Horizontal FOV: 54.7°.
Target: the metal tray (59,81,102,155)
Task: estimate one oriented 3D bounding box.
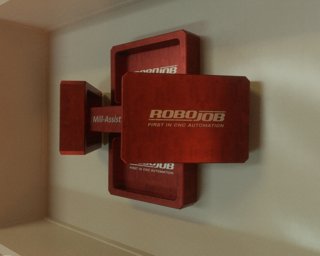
[{"bbox_3d":[-0.106,-0.013,0.433,0.030,0.130,0.089,1,90,-2],"label":"metal tray"}]

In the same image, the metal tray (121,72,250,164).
[{"bbox_3d":[0.026,-0.009,0.324,0.030,0.131,0.089,-177,87,-82],"label":"metal tray"}]

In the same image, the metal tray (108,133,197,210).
[{"bbox_3d":[-0.014,0.050,0.411,0.130,0.030,0.089,1,90,39],"label":"metal tray"}]

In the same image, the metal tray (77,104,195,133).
[{"bbox_3d":[-0.033,-0.010,0.390,0.130,0.091,0.030,1,91,39],"label":"metal tray"}]

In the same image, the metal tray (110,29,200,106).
[{"bbox_3d":[-0.010,-0.071,0.410,0.130,0.030,0.089,0,91,39],"label":"metal tray"}]
